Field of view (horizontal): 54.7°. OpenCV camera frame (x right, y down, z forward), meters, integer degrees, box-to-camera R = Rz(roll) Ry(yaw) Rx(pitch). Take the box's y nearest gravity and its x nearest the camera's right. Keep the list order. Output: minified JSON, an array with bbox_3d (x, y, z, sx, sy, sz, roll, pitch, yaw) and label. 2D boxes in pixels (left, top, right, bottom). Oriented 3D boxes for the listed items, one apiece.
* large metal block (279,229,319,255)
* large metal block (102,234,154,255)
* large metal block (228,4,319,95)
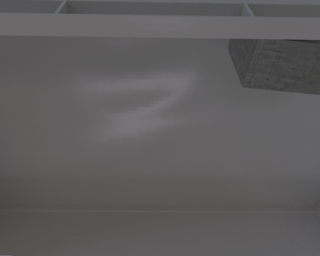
[{"bbox_3d":[0.284,0.255,0.595,0.050,0.080,0.079,10,129,-9],"label":"large metal block"},{"bbox_3d":[-0.061,0.258,0.614,0.080,0.050,0.080,-9,130,7],"label":"large metal block"},{"bbox_3d":[0.120,-0.079,0.307,0.081,0.080,0.050,5,130,-5],"label":"large metal block"}]
